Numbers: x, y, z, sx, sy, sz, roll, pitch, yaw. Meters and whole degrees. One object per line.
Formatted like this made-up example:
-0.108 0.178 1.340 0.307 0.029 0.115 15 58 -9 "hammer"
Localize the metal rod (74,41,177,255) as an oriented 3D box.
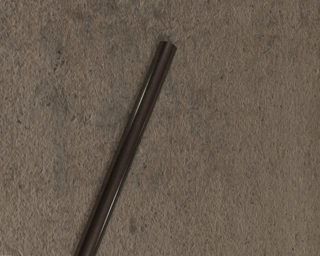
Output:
-0.042 0.028 0.394 0.025 0.025 0.299 24 82 -19 "metal rod"
